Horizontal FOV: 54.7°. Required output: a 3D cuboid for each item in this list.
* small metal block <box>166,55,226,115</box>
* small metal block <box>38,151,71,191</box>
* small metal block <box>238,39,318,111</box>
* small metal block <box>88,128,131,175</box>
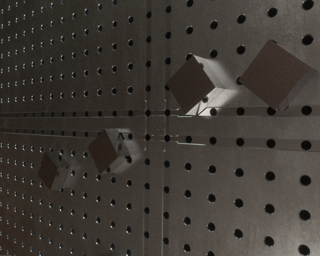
[{"bbox_3d":[0.042,-0.050,0.373,0.050,0.025,0.050,-43,64,31],"label":"small metal block"},{"bbox_3d":[-0.194,0.078,0.566,0.050,0.025,0.050,37,112,33],"label":"small metal block"},{"bbox_3d":[0.117,-0.052,0.312,0.050,0.025,0.050,48,118,29],"label":"small metal block"},{"bbox_3d":[-0.078,0.035,0.471,0.050,0.025,0.050,-43,64,31],"label":"small metal block"}]
